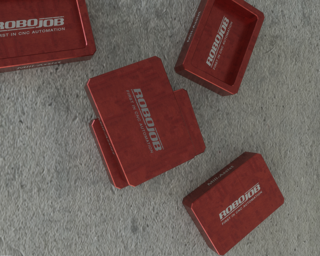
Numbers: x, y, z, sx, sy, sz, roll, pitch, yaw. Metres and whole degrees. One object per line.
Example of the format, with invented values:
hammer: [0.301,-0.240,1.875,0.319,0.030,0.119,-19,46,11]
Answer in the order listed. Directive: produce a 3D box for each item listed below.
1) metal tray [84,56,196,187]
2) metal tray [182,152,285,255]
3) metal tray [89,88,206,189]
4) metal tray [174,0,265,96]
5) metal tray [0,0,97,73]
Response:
metal tray: [-0.022,-0.009,0.366,0.091,0.030,0.129,-24,98,-19]
metal tray: [0.108,0.105,0.446,0.131,0.030,0.090,-33,101,-17]
metal tray: [-0.014,0.011,0.401,0.131,0.030,0.090,-22,97,-19]
metal tray: [0.085,-0.121,0.437,0.090,0.030,0.130,24,82,-19]
metal tray: [-0.148,-0.116,0.351,0.131,0.030,0.089,-14,95,-20]
